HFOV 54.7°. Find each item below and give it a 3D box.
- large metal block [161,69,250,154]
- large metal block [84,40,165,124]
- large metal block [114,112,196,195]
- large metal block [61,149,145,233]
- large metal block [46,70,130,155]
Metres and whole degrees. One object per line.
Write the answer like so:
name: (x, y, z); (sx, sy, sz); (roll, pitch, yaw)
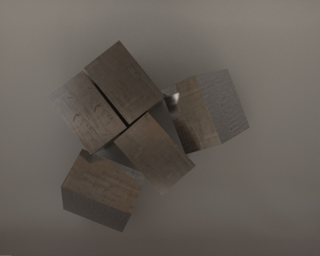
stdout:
large metal block: (0.058, -0.022, 0.377); (0.050, 0.081, 0.080); (-21, 90, 40)
large metal block: (-0.040, -0.051, 0.382); (0.050, 0.080, 0.080); (-39, 91, 0)
large metal block: (-0.006, 0.028, 0.382); (0.050, 0.080, 0.080); (-42, 91, 0)
large metal block: (-0.069, 0.079, 0.375); (0.080, 0.080, 0.050); (22, 55, -1)
large metal block: (-0.081, -0.017, 0.382); (0.050, 0.080, 0.080); (-38, 90, 0)
